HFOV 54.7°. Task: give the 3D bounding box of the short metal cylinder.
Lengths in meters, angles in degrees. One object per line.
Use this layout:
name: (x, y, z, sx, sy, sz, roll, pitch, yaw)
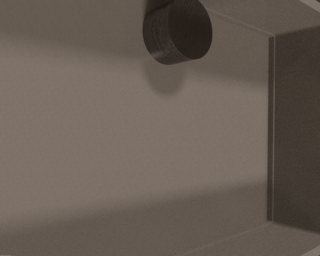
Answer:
short metal cylinder: (0.024, -0.128, 0.412, 0.081, 0.050, 0.079, 0, 90, -40)
